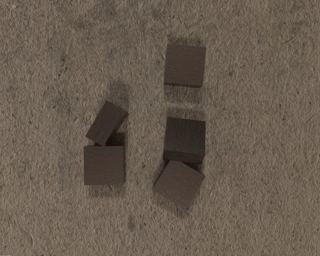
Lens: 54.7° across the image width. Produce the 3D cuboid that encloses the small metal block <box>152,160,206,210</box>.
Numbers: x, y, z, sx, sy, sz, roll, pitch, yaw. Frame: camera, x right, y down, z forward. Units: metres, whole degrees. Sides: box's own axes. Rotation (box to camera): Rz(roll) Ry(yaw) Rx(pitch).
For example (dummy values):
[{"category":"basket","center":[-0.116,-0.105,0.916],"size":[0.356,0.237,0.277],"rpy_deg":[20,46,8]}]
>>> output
[{"category":"small metal block","center":[0.025,0.071,0.410],"size":[0.050,0.025,0.050],"rpy_deg":[31,90,-1]}]

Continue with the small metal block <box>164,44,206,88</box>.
[{"category":"small metal block","center":[0.032,-0.081,0.410],"size":[0.050,0.025,0.050],"rpy_deg":[5,90,-1]}]

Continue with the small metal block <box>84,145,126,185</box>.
[{"category":"small metal block","center":[-0.072,0.048,0.409],"size":[0.050,0.025,0.050],"rpy_deg":[-1,90,-1]}]

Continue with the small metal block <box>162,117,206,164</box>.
[{"category":"small metal block","center":[0.031,0.016,0.399],"size":[0.050,0.025,0.050],"rpy_deg":[7,56,-1]}]

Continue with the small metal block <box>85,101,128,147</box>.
[{"category":"small metal block","center":[-0.066,-0.005,0.397],"size":[0.025,0.050,0.050],"rpy_deg":[30,90,0]}]
